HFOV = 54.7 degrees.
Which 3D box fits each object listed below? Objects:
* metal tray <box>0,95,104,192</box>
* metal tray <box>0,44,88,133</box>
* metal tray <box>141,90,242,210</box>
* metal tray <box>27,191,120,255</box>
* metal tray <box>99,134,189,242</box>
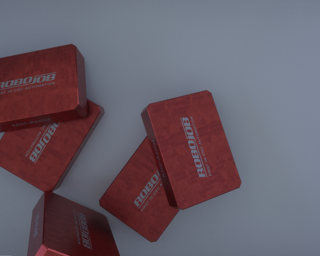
[{"bbox_3d":[-0.145,0.007,0.407,0.090,0.030,0.130,31,90,-1],"label":"metal tray"},{"bbox_3d":[-0.160,-0.048,0.386,0.131,0.030,0.090,-10,70,4],"label":"metal tray"},{"bbox_3d":[0.039,0.025,0.388,0.091,0.030,0.129,-16,85,-21],"label":"metal tray"},{"bbox_3d":[-0.095,0.124,0.345,0.090,0.130,0.030,32,90,-23],"label":"metal tray"},{"bbox_3d":[-0.005,0.070,0.409,0.090,0.030,0.130,36,90,-1],"label":"metal tray"}]
